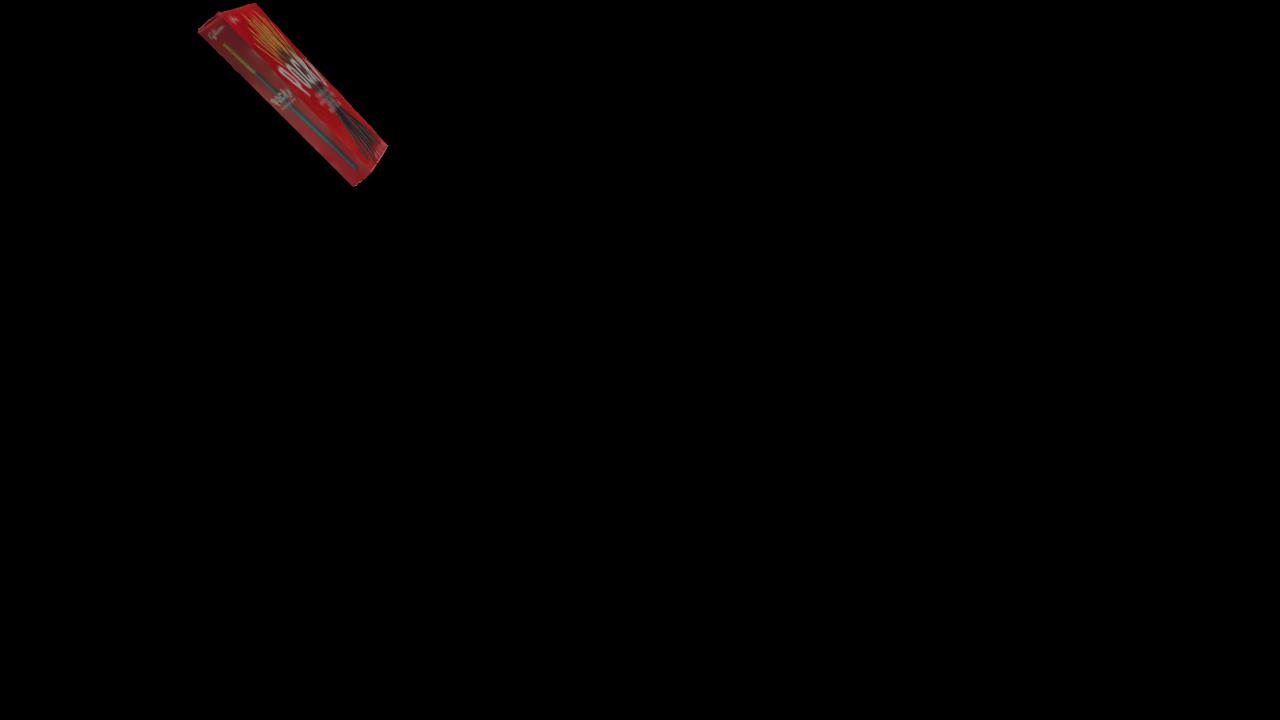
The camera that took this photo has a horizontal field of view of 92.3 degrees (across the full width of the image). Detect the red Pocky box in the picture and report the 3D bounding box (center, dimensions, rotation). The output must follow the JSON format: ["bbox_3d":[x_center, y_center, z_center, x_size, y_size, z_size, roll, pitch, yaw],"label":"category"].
[{"bbox_3d":[-0.296,-0.233,0.543,0.028,0.155,0.083,-32,35,13],"label":"red Pocky box"}]
